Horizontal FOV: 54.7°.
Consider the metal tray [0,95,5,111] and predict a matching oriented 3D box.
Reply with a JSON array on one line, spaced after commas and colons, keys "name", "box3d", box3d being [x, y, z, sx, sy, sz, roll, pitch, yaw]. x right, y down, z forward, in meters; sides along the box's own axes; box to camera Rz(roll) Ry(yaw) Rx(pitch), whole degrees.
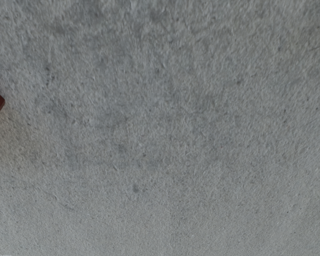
[{"name": "metal tray", "box3d": [-0.271, -0.032, 0.373, 0.130, 0.030, 0.090, -20, 128, 16]}]
